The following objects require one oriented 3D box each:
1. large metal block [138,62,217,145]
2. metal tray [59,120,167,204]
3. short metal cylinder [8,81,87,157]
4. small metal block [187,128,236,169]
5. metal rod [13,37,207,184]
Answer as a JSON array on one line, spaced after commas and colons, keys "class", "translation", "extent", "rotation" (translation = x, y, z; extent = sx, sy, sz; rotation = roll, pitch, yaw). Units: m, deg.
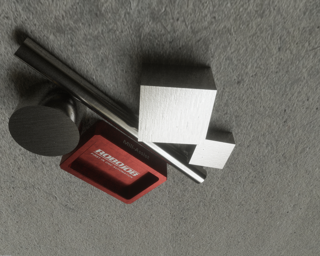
[{"class": "large metal block", "translation": [0.017, -0.028, 0.369], "extent": [0.081, 0.050, 0.079], "rotation": [3, 130, -3]}, {"class": "metal tray", "translation": [-0.064, 0.054, 0.451], "extent": [0.130, 0.030, 0.090], "rotation": [36, 121, -27]}, {"class": "short metal cylinder", "translation": [-0.135, -0.011, 0.381], "extent": [0.081, 0.050, 0.079], "rotation": [0, 130, 0]}, {"class": "small metal block", "translation": [0.071, 0.028, 0.434], "extent": [0.050, 0.025, 0.050], "rotation": [10, 130, -9]}, {"class": "metal rod", "translation": [-0.044, -0.007, 0.401], "extent": [0.025, 0.025, 0.301], "rotation": [-37, 122, 27]}]
